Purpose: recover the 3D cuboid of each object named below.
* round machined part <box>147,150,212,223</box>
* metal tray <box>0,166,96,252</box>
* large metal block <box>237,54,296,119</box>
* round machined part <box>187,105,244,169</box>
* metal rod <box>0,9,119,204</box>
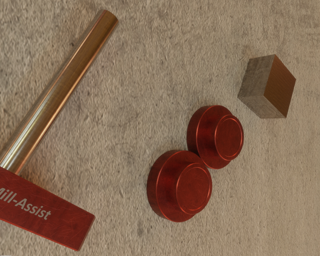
[{"bbox_3d":[0.033,0.080,0.422,0.099,0.042,0.097,0,90,-40],"label":"round machined part"},{"bbox_3d":[-0.128,0.054,0.247,0.130,0.090,0.030,41,60,-34],"label":"metal tray"},{"bbox_3d":[0.190,-0.070,0.547,0.080,0.050,0.080,33,70,-35],"label":"large metal block"},{"bbox_3d":[0.090,0.014,0.469,0.099,0.042,0.097,0,90,-40],"label":"round machined part"},{"bbox_3d":[-0.120,0.008,0.281,0.025,0.025,0.300,41,66,-33],"label":"metal rod"}]
